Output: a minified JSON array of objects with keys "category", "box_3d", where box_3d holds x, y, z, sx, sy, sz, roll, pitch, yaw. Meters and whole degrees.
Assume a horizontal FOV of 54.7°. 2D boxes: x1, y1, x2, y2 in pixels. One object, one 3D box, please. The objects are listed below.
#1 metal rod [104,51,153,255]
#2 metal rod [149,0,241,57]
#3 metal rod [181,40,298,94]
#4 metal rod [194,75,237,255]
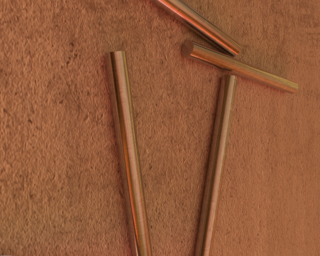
[{"category":"metal rod","box_3d":[-0.034,0.060,0.376,0.025,0.025,0.298,-12,98,-39]},{"category":"metal rod","box_3d":[0.011,-0.168,0.412,0.302,0.025,0.025,20,77,-38]},{"category":"metal rod","box_3d":[0.154,-0.097,0.532,0.302,0.025,0.025,8,85,-40]},{"category":"metal rod","box_3d":[0.086,0.064,0.476,0.025,0.025,0.299,17,79,-39]}]
